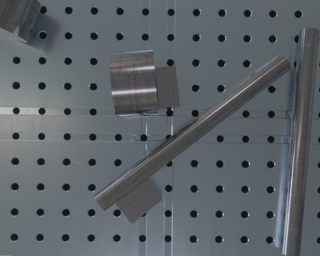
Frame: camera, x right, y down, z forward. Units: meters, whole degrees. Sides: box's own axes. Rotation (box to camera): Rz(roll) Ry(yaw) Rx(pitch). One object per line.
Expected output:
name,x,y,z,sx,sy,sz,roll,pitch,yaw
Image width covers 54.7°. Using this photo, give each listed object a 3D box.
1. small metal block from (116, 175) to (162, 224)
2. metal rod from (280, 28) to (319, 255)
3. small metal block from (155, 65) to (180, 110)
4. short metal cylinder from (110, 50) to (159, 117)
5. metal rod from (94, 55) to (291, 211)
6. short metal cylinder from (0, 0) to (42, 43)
small metal block,-0.032,0.089,0.413,0.050,0.025,0.050,-39,90,0
metal rod,0.187,0.019,0.414,0.025,0.025,0.298,5,90,0
small metal block,0.009,-0.050,0.401,0.025,0.050,0.050,-7,90,0
short metal cylinder,-0.030,-0.055,0.385,0.050,0.080,0.080,-5,90,0
metal rod,0.046,0.002,0.398,0.301,0.025,0.025,-37,90,-6
short metal cylinder,-0.196,-0.147,0.384,0.080,0.080,0.050,21,90,0
